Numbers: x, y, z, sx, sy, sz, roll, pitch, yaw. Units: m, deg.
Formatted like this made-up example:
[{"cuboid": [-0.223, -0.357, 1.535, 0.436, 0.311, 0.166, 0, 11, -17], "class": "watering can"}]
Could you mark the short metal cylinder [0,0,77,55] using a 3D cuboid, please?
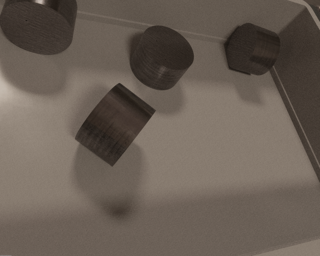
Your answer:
[{"cuboid": [-0.145, -0.136, 0.376, 0.081, 0.080, 0.050, 12, 57, -22], "class": "short metal cylinder"}]

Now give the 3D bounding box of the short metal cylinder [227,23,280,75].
[{"cuboid": [0.162, -0.137, 0.544, 0.050, 0.080, 0.080, 10, 58, -23], "class": "short metal cylinder"}]

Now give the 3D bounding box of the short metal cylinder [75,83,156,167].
[{"cuboid": [-0.049, -0.004, 0.347, 0.050, 0.080, 0.080, 38, 51, -4], "class": "short metal cylinder"}]

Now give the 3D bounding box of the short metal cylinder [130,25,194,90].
[{"cuboid": [0.002, -0.102, 0.455, 0.081, 0.050, 0.080, 14, 56, -21], "class": "short metal cylinder"}]
